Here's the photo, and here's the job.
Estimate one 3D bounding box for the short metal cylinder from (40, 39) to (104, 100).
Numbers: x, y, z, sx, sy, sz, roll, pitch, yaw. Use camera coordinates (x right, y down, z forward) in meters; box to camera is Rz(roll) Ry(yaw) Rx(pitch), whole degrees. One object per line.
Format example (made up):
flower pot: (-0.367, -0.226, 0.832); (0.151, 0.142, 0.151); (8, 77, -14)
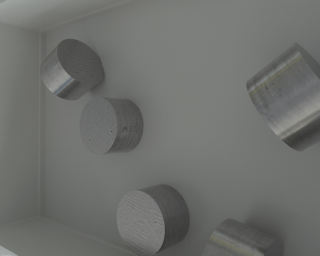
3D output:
short metal cylinder: (-0.135, -0.090, 0.480); (0.050, 0.081, 0.080); (-30, 72, 36)

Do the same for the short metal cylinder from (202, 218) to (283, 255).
short metal cylinder: (0.080, 0.137, 0.304); (0.050, 0.081, 0.079); (15, 99, 39)

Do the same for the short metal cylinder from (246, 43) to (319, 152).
short metal cylinder: (0.122, -0.027, 0.270); (0.050, 0.081, 0.080); (-41, 66, 32)

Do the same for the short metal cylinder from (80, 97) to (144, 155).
short metal cylinder: (-0.070, -0.003, 0.446); (0.080, 0.050, 0.079); (0, 90, 39)

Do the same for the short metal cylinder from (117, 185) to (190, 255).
short metal cylinder: (-0.009, 0.116, 0.396); (0.080, 0.050, 0.079); (0, 90, 39)
